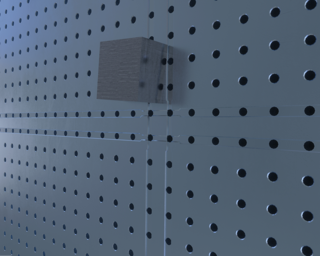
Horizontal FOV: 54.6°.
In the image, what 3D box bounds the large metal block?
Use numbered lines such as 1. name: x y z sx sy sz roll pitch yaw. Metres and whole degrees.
1. large metal block: -0.039 -0.076 0.427 0.080 0.050 0.080 7 95 40
